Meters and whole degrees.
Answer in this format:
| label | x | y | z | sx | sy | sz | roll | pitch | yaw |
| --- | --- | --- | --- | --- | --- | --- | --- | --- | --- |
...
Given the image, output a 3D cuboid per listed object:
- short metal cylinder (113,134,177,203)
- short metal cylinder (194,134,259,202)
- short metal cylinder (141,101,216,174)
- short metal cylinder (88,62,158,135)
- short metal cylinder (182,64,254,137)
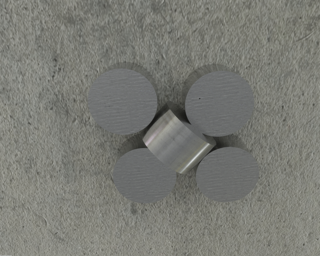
| label | x | y | z | sx | sy | sz | roll | pitch | yaw |
| --- | --- | --- | --- | --- | --- | --- | --- | --- | --- |
| short metal cylinder | -0.019 | 0.053 | 0.416 | 0.081 | 0.050 | 0.079 | 0 | 110 | -1 |
| short metal cylinder | 0.086 | 0.052 | 0.417 | 0.081 | 0.050 | 0.079 | 0 | 110 | -1 |
| short metal cylinder | 0.023 | 0.011 | 0.386 | 0.080 | 0.080 | 0.050 | 38 | 106 | -13 |
| short metal cylinder | -0.043 | -0.038 | 0.382 | 0.081 | 0.050 | 0.079 | 0 | 110 | -1 |
| short metal cylinder | 0.069 | -0.035 | 0.384 | 0.081 | 0.050 | 0.079 | 0 | 110 | -1 |
